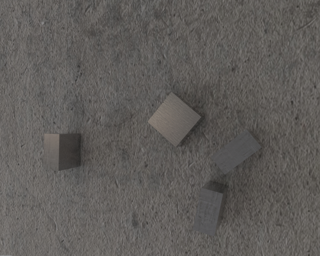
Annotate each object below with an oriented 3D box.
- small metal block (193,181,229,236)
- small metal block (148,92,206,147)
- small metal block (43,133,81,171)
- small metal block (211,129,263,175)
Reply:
[{"bbox_3d":[0.063,0.095,0.374,0.025,0.050,0.050,12,94,19],"label":"small metal block"},{"bbox_3d":[0.021,-0.011,0.401,0.050,0.025,0.050,42,103,15],"label":"small metal block"},{"bbox_3d":[-0.139,0.033,0.445,0.025,0.050,0.050,2,91,20],"label":"small metal block"},{"bbox_3d":[0.092,0.026,0.363,0.050,0.050,0.025,-40,77,15],"label":"small metal block"}]
